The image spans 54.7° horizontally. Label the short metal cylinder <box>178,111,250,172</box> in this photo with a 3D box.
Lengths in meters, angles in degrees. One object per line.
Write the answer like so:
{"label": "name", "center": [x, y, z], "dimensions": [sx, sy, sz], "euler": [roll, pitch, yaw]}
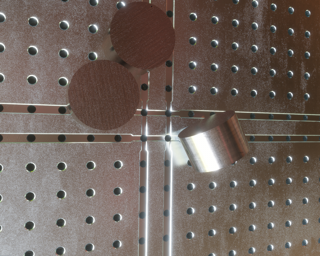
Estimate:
{"label": "short metal cylinder", "center": [0.071, 0.017, 0.409], "dimensions": [0.081, 0.080, 0.050], "euler": [-28, 100, -18]}

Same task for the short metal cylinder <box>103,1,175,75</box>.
{"label": "short metal cylinder", "center": [-0.028, -0.109, 0.389], "dimensions": [0.081, 0.050, 0.079], "euler": [0, 90, -20]}

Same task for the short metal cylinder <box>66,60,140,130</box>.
{"label": "short metal cylinder", "center": [-0.070, -0.038, 0.373], "dimensions": [0.081, 0.050, 0.079], "euler": [0, 91, -20]}
